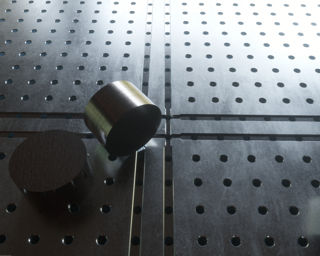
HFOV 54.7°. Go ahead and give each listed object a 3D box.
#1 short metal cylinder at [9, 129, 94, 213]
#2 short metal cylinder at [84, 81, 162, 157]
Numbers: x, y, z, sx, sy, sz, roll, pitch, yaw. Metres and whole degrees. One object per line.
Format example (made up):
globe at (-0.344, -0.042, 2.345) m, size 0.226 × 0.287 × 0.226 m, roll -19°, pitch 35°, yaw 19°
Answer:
short metal cylinder at (-0.119, 0.048, 0.349) m, size 0.081 × 0.050 × 0.080 m, roll 0°, pitch 50°, yaw 0°
short metal cylinder at (-0.045, -0.011, 0.381) m, size 0.081 × 0.080 × 0.050 m, roll -31°, pitch 57°, yaw -23°
